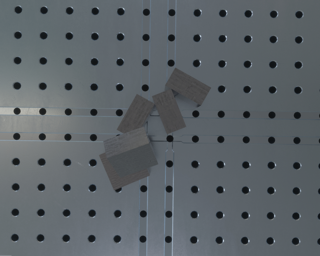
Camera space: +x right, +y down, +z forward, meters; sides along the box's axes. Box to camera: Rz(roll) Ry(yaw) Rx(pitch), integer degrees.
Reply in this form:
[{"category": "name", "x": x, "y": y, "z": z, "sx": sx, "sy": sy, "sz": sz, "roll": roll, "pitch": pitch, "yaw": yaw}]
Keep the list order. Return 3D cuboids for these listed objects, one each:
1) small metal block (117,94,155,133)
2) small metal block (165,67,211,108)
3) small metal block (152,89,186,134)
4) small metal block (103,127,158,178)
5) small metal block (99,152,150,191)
[{"category": "small metal block", "x": -0.029, "y": -0.014, "z": 0.401, "sx": 0.025, "sy": 0.050, "sz": 0.050, "roll": 29, "pitch": 90, "yaw": 0}, {"category": "small metal block", "x": 0.034, "y": -0.050, "z": 0.401, "sx": 0.050, "sy": 0.050, "sz": 0.025, "roll": 29, "pitch": 90, "yaw": 0}, {"category": "small metal block", "x": 0.011, "y": -0.020, "z": 0.401, "sx": 0.025, "sy": 0.050, "sz": 0.050, "roll": -22, "pitch": 90, "yaw": 0}, {"category": "small metal block", "x": -0.034, "y": 0.030, "z": 0.373, "sx": 0.050, "sy": 0.050, "sz": 0.025, "roll": -20, "pitch": 53, "yaw": 0}, {"category": "small metal block", "x": -0.046, "y": 0.048, "z": 0.413, "sx": 0.050, "sy": 0.025, "sz": 0.050, "roll": -23, "pitch": 90, "yaw": 0}]
